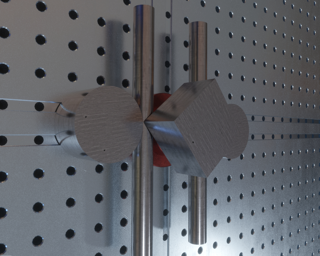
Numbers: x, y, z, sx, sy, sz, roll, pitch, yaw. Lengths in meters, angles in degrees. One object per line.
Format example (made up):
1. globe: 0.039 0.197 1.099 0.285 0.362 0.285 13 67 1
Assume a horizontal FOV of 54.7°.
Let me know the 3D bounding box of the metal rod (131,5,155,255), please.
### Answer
1. metal rod: -0.020 0.008 0.365 0.025 0.025 0.298 1 90 -40

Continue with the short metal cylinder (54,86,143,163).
1. short metal cylinder: -0.066 -0.004 0.337 0.081 0.050 0.080 0 90 -40

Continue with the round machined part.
1. round machined part: 0.007 0.003 0.405 0.099 0.042 0.097 0 90 -40

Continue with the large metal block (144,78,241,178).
1. large metal block: 0.041 -0.001 0.366 0.080 0.050 0.080 -46 118 -30

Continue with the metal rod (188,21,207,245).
1. metal rod: 0.052 0.007 0.425 0.025 0.025 0.298 0 90 -40

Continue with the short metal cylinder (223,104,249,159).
1. short metal cylinder: 0.089 0.005 0.467 0.081 0.050 0.080 0 90 -40
